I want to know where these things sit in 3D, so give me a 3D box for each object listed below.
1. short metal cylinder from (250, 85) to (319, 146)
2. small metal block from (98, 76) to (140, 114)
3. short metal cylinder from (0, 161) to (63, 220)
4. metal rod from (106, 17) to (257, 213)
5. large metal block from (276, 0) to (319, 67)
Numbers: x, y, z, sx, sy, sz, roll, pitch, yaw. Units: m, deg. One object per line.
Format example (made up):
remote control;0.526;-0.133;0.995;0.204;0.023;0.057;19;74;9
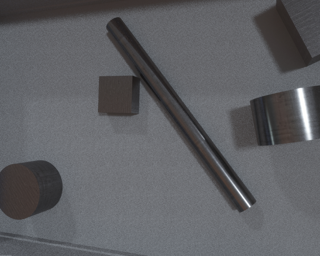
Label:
short metal cylinder;0.142;-0.012;0.331;0.080;0.080;0.050;-10;87;19
small metal block;-0.057;-0.046;0.429;0.050;0.025;0.050;2;91;19
short metal cylinder;-0.196;0.091;0.464;0.080;0.050;0.079;0;90;19
metal rod;0.021;-0.025;0.402;0.025;0.025;0.299;-39;78;16
large metal block;0.182;-0.125;0.333;0.080;0.050;0.080;-26;82;17
